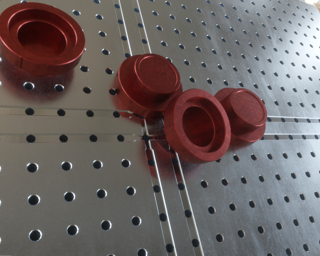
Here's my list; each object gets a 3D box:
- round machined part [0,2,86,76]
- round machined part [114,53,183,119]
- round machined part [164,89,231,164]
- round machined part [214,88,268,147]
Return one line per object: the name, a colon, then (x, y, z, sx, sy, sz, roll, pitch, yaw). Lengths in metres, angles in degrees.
round machined part: (-0.146, -0.103, 0.382, 0.099, 0.042, 0.098, 14, 56, -21)
round machined part: (-0.010, -0.065, 0.433, 0.099, 0.042, 0.098, 14, 56, -21)
round machined part: (0.045, 0.000, 0.413, 0.099, 0.042, 0.098, 13, 67, -33)
round machined part: (0.126, -0.023, 0.482, 0.099, 0.042, 0.098, 14, 56, -21)
